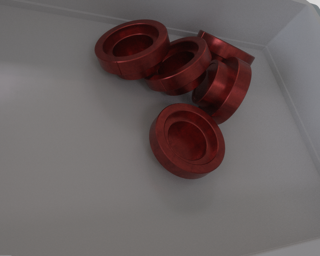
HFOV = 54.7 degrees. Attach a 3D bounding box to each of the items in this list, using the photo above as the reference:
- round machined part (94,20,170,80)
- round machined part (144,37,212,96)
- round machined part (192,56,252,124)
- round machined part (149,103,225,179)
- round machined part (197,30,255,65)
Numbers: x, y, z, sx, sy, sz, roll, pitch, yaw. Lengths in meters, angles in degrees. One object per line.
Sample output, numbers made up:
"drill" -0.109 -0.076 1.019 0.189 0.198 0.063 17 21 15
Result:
"round machined part" -0.034 -0.102 0.418 0.098 0.042 0.098 -8 46 9
"round machined part" 0.026 -0.083 0.436 0.042 0.098 0.098 58 41 -36
"round machined part" 0.080 -0.057 0.436 0.042 0.097 0.098 25 53 -15
"round machined part" 0.031 0.020 0.399 0.099 0.042 0.098 13 56 -21
"round machined part" 0.099 -0.117 0.500 0.098 0.042 0.098 24 20 -9
